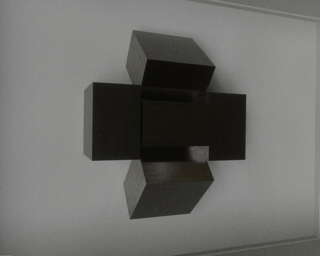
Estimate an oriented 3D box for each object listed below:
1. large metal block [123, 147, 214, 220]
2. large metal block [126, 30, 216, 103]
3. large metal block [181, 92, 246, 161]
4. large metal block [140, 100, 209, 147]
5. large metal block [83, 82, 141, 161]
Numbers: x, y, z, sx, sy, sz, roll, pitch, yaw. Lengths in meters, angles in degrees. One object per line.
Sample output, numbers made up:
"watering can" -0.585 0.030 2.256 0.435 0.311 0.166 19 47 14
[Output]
"large metal block" 0.007 0.066 0.375 0.081 0.079 0.050 1 48 -21
"large metal block" 0.009 -0.075 0.376 0.081 0.080 0.050 2 127 -20
"large metal block" 0.067 -0.002 0.405 0.050 0.080 0.080 1 90 -20
"large metal block" 0.005 -0.005 0.382 0.081 0.080 0.050 1 90 -20
"large metal block" -0.058 -0.007 0.359 0.050 0.080 0.080 1 90 -20
